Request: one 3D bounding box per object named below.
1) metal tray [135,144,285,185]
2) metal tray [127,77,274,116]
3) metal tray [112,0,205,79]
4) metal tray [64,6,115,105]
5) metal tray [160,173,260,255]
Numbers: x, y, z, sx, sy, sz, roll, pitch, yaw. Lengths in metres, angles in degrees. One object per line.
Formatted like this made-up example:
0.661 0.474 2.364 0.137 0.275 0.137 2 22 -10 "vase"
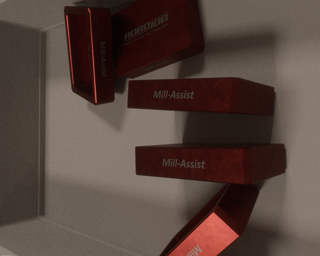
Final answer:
0.050 0.033 0.321 0.130 0.091 0.030 -2 89 39 "metal tray"
0.041 -0.032 0.329 0.130 0.091 0.030 6 94 39 "metal tray"
-0.009 -0.126 0.409 0.130 0.030 0.089 -13 82 39 "metal tray"
-0.103 -0.107 0.451 0.090 0.030 0.129 28 125 48 "metal tray"
0.043 0.113 0.324 0.030 0.090 0.129 43 117 11 "metal tray"
